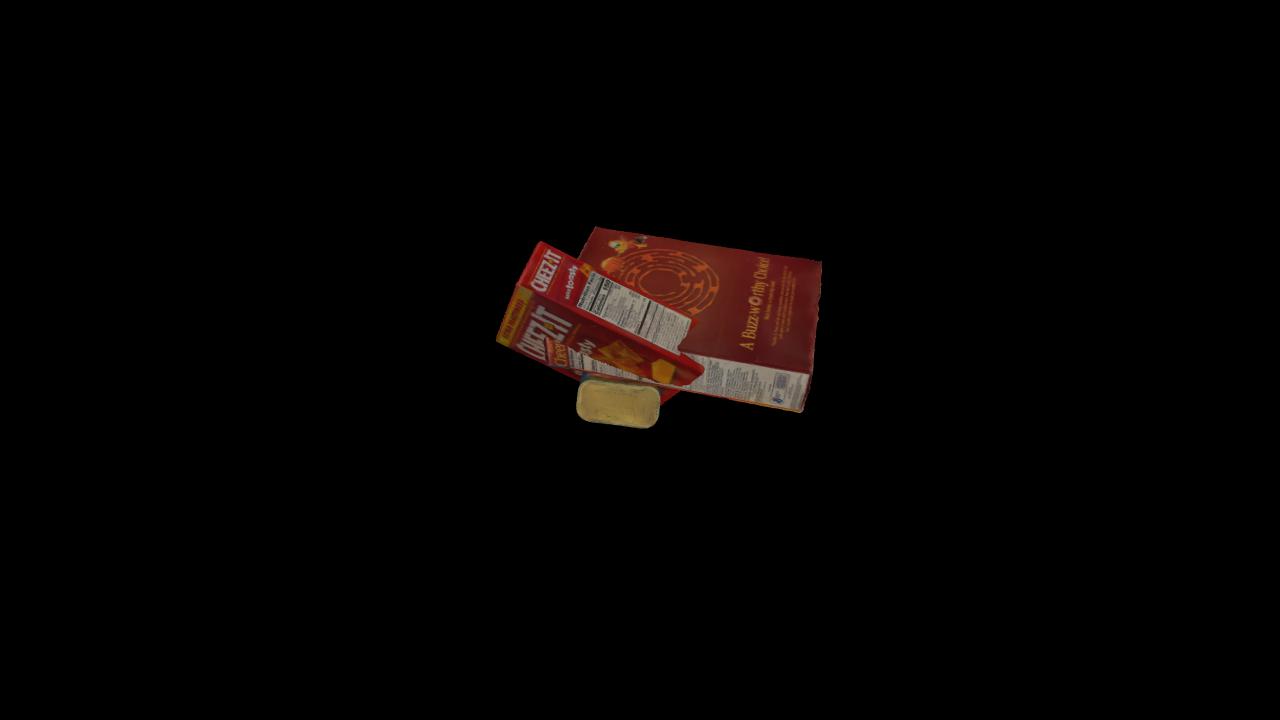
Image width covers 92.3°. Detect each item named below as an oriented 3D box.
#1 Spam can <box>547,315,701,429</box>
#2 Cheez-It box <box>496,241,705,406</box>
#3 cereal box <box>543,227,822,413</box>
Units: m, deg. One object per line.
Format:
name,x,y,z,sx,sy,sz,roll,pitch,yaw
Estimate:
Spam can,-0.025,0.041,0.744,0.101,0.058,0.085,7,15,-1
Cheez-It box,-0.046,-0.029,0.725,0.223,0.071,0.166,26,-28,-11
cereal box,0.058,-0.059,0.751,0.306,0.081,0.203,10,47,10
